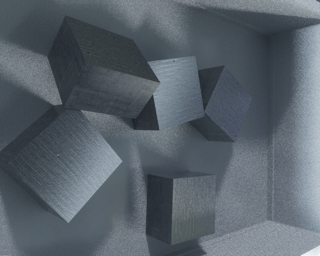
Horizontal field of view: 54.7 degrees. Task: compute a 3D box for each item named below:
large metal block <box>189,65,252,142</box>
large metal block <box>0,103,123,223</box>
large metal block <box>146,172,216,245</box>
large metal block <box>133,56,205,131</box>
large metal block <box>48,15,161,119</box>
[{"bbox_3d":[0.085,-0.034,0.464,0.080,0.050,0.080,40,66,-33],"label":"large metal block"},{"bbox_3d":[-0.099,0.032,0.309,0.080,0.050,0.080,-50,120,-29],"label":"large metal block"},{"bbox_3d":[0.029,0.102,0.417,0.081,0.050,0.079,3,88,-40],"label":"large metal block"},{"bbox_3d":[0.006,-0.045,0.398,0.081,0.050,0.079,-17,101,-39],"label":"large metal block"},{"bbox_3d":[-0.059,-0.060,0.315,0.081,0.050,0.080,8,40,-40],"label":"large metal block"}]
